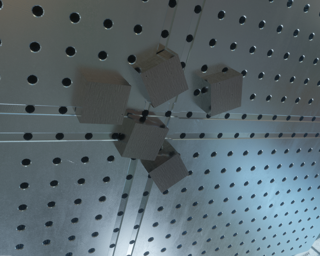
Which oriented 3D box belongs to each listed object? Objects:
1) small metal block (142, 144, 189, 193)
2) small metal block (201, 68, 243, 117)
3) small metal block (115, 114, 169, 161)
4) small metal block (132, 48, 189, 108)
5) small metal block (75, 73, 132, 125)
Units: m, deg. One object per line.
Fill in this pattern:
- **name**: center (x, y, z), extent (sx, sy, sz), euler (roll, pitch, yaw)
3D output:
- **small metal block**: center (0.009, 0.060, 0.455), extent (0.050, 0.025, 0.050), euler (-33, 129, -7)
- **small metal block**: center (0.085, -0.049, 0.429), extent (0.050, 0.025, 0.050), euler (-19, 126, -18)
- **small metal block**: center (-0.024, 0.013, 0.408), extent (0.050, 0.025, 0.050), euler (11, 113, -34)
- **small metal block**: center (0.002, -0.060, 0.376), extent (0.050, 0.025, 0.050), euler (-30, 129, -10)
- **small metal block**: center (-0.066, -0.032, 0.356), extent (0.050, 0.025, 0.050), euler (2, 117, -30)
